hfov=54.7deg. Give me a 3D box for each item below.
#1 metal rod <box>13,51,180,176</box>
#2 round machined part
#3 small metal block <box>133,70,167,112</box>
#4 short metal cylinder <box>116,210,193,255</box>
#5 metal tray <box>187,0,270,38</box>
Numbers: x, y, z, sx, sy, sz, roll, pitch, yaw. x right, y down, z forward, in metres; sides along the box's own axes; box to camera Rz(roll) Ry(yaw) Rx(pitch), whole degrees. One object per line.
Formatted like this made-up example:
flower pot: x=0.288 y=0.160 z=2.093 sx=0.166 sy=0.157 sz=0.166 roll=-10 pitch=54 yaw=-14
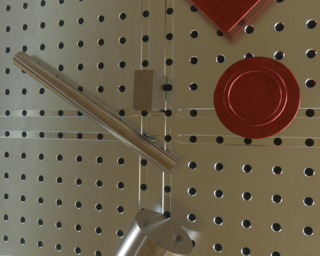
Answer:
metal rod: x=-0.101 y=-0.029 z=0.446 sx=0.300 sy=0.025 sz=0.025 roll=34 pitch=101 yaw=16
round machined part: x=0.112 y=-0.036 z=0.364 sx=0.098 sy=0.042 sz=0.097 roll=0 pitch=90 yaw=19
small metal block: x=-0.012 y=-0.047 z=0.403 sx=0.025 sy=0.050 sz=0.050 roll=3 pitch=91 yaw=20
short metal cylinder: x=-0.007 y=0.147 z=0.385 sx=0.080 sy=0.080 sz=0.050 roll=33 pitch=101 yaw=16
metal tray: x=0.072 y=-0.188 z=0.384 sx=0.090 sy=0.030 sz=0.130 roll=-45 pitch=77 yaw=14
